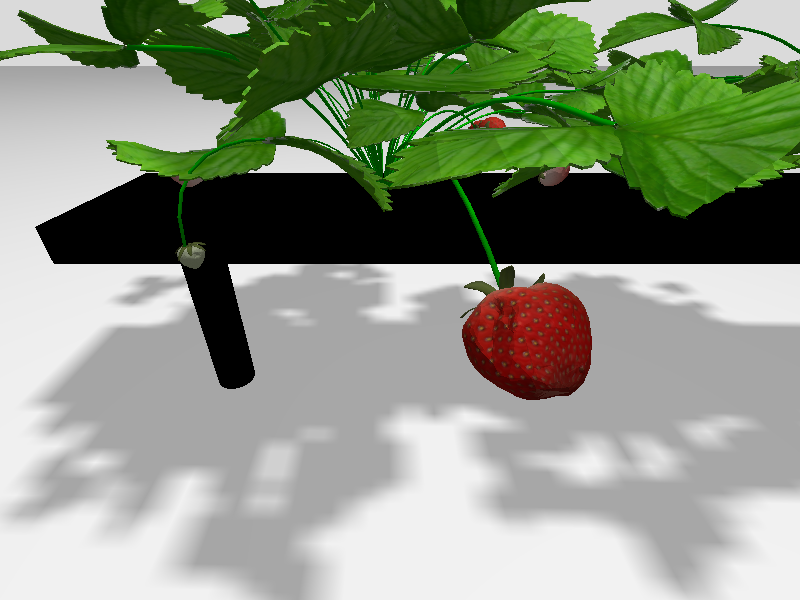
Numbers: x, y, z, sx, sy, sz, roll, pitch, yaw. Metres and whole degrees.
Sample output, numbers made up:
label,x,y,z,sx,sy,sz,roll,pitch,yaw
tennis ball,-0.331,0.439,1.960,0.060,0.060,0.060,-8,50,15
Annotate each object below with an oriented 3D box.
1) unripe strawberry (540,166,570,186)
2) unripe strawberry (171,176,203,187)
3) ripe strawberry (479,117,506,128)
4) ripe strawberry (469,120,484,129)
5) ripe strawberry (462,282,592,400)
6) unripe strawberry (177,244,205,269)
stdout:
label,x,y,z,sx,sy,sz,roll,pitch,yaw
unripe strawberry,0.140,-0.116,0.361,0.026,0.027,0.024,-1,32,-7
unripe strawberry,-0.192,-0.116,0.362,0.030,0.026,0.030,-11,30,13
ripe strawberry,0.108,-0.189,0.464,0.038,0.043,0.041,24,39,33
ripe strawberry,0.105,-0.207,0.501,0.037,0.033,0.034,19,26,28
ripe strawberry,0.045,0.016,0.139,0.044,0.039,0.040,-8,46,-12
unripe strawberry,-0.118,-0.025,0.227,0.012,0.013,0.014,21,37,29
